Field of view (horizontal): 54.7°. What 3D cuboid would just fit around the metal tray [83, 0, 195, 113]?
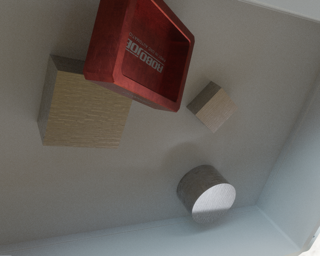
[{"bbox_3d":[-0.011,-0.072,0.300,0.130,0.030,0.090,18,84,-62],"label":"metal tray"}]

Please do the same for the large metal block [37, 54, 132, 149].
[{"bbox_3d":[-0.080,-0.026,0.333,0.081,0.050,0.079,5,116,-31],"label":"large metal block"}]

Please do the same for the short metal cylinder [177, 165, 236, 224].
[{"bbox_3d":[0.074,0.107,0.501,0.081,0.050,0.079,-14,125,-21],"label":"short metal cylinder"}]

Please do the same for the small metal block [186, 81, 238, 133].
[{"bbox_3d":[0.073,-0.029,0.433,0.050,0.025,0.050,-46,130,4],"label":"small metal block"}]
